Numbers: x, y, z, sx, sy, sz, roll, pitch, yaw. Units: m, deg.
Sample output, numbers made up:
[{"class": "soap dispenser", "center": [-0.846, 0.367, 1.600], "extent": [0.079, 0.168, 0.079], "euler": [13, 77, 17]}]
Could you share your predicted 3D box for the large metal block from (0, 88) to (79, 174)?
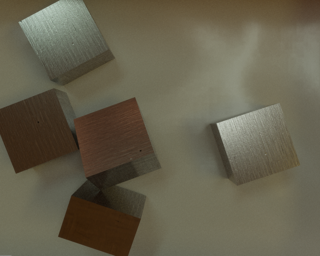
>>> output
[{"class": "large metal block", "center": [-0.151, 0.003, 0.398], "extent": [0.080, 0.050, 0.080], "euler": [-21, 90, 0]}]

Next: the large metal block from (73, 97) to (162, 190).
[{"class": "large metal block", "center": [-0.052, 0.020, 0.382], "extent": [0.080, 0.050, 0.080], "euler": [-20, 61, -1]}]

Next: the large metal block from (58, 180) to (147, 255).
[{"class": "large metal block", "center": [-0.066, 0.106, 0.381], "extent": [0.080, 0.080, 0.050], "euler": [19, 96, 0]}]

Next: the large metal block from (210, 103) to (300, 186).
[{"class": "large metal block", "center": [0.119, 0.020, 0.400], "extent": [0.080, 0.050, 0.080], "euler": [-18, 90, 0]}]

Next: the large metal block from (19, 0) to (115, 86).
[{"class": "large metal block", "center": [-0.116, -0.111, 0.398], "extent": [0.080, 0.050, 0.080], "euler": [-28, 90, 0]}]
